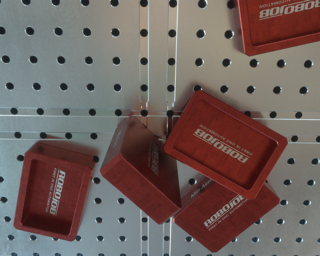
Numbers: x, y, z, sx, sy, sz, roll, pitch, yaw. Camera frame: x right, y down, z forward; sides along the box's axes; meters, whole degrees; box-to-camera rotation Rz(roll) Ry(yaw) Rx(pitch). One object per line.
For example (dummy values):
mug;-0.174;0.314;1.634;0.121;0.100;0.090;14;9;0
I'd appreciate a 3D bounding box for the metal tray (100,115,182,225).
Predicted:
metal tray;-0.018;0.043;0.373;0.030;0.130;0.090;-42;105;14

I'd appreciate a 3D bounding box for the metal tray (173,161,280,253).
metal tray;0.094;0.113;0.453;0.090;0.030;0.130;42;105;-14

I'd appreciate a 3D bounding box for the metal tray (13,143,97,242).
metal tray;-0.151;0.094;0.443;0.090;0.030;0.129;15;109;-6

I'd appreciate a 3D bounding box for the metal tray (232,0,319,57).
metal tray;0.154;-0.142;0.359;0.131;0.030;0.090;-12;110;4

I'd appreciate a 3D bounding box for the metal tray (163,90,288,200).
metal tray;0.081;0.021;0.395;0.130;0.030;0.090;30;94;0
